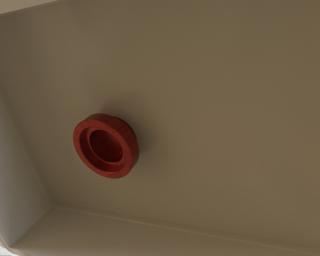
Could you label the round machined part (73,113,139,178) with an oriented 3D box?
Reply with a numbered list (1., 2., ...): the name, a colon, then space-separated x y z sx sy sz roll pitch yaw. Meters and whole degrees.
1. round machined part: -0.073 0.022 0.450 0.098 0.042 0.097 13 124 21
